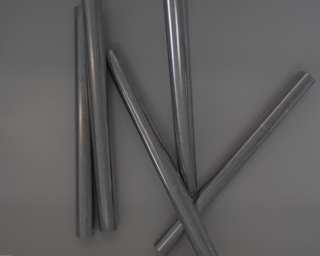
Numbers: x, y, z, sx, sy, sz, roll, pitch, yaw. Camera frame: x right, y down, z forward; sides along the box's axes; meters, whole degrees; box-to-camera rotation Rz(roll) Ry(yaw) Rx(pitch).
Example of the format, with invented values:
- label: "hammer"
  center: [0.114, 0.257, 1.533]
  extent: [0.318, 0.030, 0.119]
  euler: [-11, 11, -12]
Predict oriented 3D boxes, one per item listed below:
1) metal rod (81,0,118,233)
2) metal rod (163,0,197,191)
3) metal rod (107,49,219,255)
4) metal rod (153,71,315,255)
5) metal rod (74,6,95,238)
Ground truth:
- label: "metal rod"
  center: [-0.077, -0.015, 0.398]
  extent: [0.025, 0.025, 0.298]
  euler: [-3, 95, 0]
- label: "metal rod"
  center: [0.023, -0.057, 0.350]
  extent: [0.025, 0.025, 0.298]
  euler: [-6, 115, 0]
- label: "metal rod"
  center: [0.000, 0.036, 0.395]
  extent: [0.025, 0.025, 0.299]
  euler: [-26, 84, 0]
- label: "metal rod"
  center: [0.098, 0.046, 0.411]
  extent: [0.025, 0.025, 0.300]
  euler: [40, 90, 0]
- label: "metal rod"
  center: [-0.100, -0.008, 0.410]
  extent: [0.025, 0.025, 0.298]
  euler: [0, 90, 0]
